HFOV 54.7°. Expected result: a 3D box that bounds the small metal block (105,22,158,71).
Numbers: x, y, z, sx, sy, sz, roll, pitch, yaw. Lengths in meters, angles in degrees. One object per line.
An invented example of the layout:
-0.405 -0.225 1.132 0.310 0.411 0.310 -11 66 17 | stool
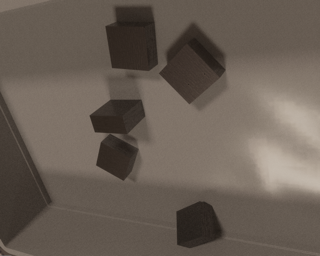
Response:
-0.032 -0.097 0.364 0.050 0.025 0.050 9 122 23 | small metal block

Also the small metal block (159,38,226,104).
0.036 -0.064 0.349 0.050 0.025 0.050 45 129 -4 | small metal block

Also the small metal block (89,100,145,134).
-0.055 -0.016 0.410 0.050 0.050 0.025 3 120 26 | small metal block

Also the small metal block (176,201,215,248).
0.050 0.141 0.448 0.025 0.050 0.050 27 135 -30 | small metal block

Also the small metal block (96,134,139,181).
-0.065 0.044 0.469 0.050 0.025 0.050 27 128 10 | small metal block
